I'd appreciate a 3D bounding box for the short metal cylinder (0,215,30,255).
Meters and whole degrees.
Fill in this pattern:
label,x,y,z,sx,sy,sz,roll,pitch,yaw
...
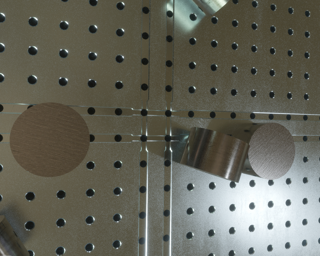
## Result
label,x,y,z,sx,sy,sz,roll,pitch,yaw
short metal cylinder,-0.184,0.135,0.315,0.080,0.080,0.050,-30,100,-17

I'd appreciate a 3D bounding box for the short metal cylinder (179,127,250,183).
label,x,y,z,sx,sy,sz,roll,pitch,yaw
short metal cylinder,0.072,0.036,0.410,0.080,0.080,0.050,21,83,-19

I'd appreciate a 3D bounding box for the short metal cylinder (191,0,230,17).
label,x,y,z,sx,sy,sz,roll,pitch,yaw
short metal cylinder,0.075,-0.195,0.410,0.050,0.080,0.080,42,77,-16

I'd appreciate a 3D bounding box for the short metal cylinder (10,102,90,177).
label,x,y,z,sx,sy,sz,roll,pitch,yaw
short metal cylinder,-0.124,0.012,0.353,0.081,0.050,0.079,0,90,-20

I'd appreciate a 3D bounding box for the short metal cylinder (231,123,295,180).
label,x,y,z,sx,sy,sz,roll,pitch,yaw
short metal cylinder,0.148,0.032,0.454,0.081,0.050,0.079,0,90,-20
